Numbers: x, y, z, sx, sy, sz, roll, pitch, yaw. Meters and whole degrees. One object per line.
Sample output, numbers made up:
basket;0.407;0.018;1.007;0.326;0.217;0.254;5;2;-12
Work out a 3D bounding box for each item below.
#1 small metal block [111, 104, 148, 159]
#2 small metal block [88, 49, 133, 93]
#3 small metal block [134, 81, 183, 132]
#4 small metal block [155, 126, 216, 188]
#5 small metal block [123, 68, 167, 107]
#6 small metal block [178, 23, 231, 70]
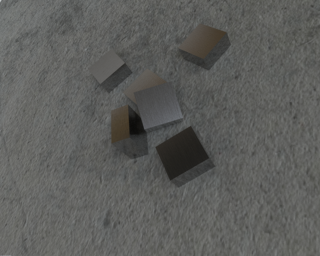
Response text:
small metal block;-0.039;0.006;0.403;0.025;0.050;0.050;-19;55;17
small metal block;-0.080;-0.092;0.501;0.050;0.025;0.050;-41;51;0
small metal block;-0.001;-0.027;0.401;0.050;0.025;0.050;-17;80;1
small metal block;0.029;0.034;0.367;0.050;0.025;0.050;-31;52;7
small metal block;-0.016;-0.050;0.442;0.050;0.025;0.050;-46;51;-4
small metal block;0.063;-0.116;0.441;0.050;0.025;0.050;35;81;38
